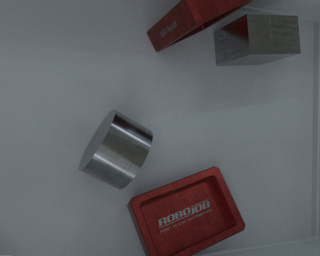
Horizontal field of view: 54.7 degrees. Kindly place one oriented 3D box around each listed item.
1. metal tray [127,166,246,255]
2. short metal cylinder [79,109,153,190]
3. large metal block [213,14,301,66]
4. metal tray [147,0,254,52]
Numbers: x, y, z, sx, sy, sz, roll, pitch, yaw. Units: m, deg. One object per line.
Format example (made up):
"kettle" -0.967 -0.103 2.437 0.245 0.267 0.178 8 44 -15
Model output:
"metal tray" 0.034 0.114 0.404 0.131 0.030 0.090 -17 73 -20
"short metal cylinder" -0.052 0.025 0.363 0.050 0.080 0.080 31 80 -18
"large metal block" 0.132 -0.119 0.432 0.081 0.080 0.050 -6 92 -20
"metal tray" 0.047 -0.136 0.373 0.091 0.130 0.030 -30 100 -18
